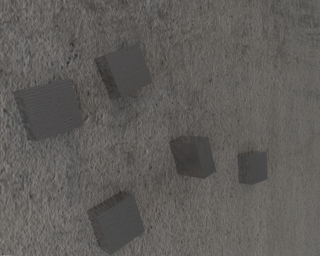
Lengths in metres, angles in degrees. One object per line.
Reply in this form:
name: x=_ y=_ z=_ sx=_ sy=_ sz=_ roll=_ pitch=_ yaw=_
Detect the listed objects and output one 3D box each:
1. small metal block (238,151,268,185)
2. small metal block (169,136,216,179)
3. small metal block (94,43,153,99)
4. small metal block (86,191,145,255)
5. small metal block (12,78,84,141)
small metal block: x=0.162 y=0.068 z=0.540 sx=0.050 sy=0.025 sz=0.050 roll=-6 pitch=94 yaw=-40
small metal block: x=0.045 y=0.039 z=0.426 sx=0.025 sy=0.050 sz=0.050 roll=-26 pitch=106 yaw=-37
small metal block: x=-0.042 y=-0.068 z=0.369 sx=0.050 sy=0.025 sz=0.050 roll=-32 pitch=110 yaw=-35
small metal block: x=-0.051 y=0.109 z=0.362 sx=0.050 sy=0.025 sz=0.050 roll=-25 pitch=106 yaw=-37
small metal block: x=-0.111 y=-0.019 z=0.311 sx=0.050 sy=0.025 sz=0.050 roll=-23 pitch=105 yaw=-38
